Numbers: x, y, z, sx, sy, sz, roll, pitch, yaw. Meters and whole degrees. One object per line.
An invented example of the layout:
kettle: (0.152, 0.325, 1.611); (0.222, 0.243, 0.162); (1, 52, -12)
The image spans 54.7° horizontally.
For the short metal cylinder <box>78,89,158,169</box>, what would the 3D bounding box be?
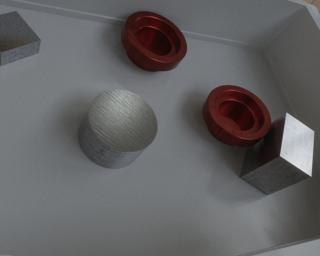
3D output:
short metal cylinder: (-0.050, 0.002, 0.363); (0.081, 0.050, 0.080); (14, 56, -21)

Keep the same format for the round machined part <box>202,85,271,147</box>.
round machined part: (0.108, -0.013, 0.456); (0.099, 0.042, 0.098); (9, 53, -12)

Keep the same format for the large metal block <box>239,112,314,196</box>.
large metal block: (0.165, 0.038, 0.439); (0.050, 0.080, 0.080); (33, 51, -8)

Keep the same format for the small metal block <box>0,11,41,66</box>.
small metal block: (-0.183, -0.109, 0.374); (0.050, 0.025, 0.050); (49, 51, 6)

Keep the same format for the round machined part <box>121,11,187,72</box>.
round machined part: (-0.012, -0.124, 0.465); (0.099, 0.042, 0.098); (14, 56, -21)
